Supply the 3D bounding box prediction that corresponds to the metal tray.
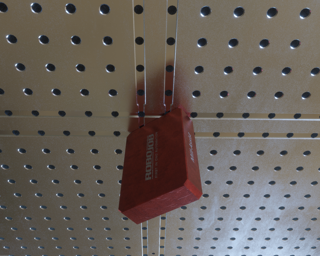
[{"bbox_3d":[-0.001,0.041,0.378,0.090,0.130,0.030,-28,125,21],"label":"metal tray"}]
